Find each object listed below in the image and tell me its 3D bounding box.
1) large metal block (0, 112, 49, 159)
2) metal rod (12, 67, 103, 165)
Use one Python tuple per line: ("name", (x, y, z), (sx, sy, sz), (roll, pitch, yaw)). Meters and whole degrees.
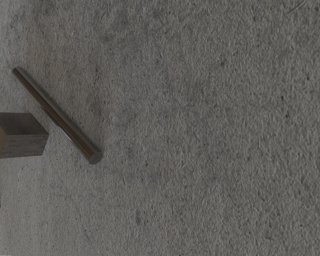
("large metal block", (-0.274, 0.012, 0.591), (0.080, 0.081, 0.050), (39, 114, 33))
("metal rod", (-0.197, -0.034, 0.564), (0.300, 0.025, 0.025), (40, 114, 32))
